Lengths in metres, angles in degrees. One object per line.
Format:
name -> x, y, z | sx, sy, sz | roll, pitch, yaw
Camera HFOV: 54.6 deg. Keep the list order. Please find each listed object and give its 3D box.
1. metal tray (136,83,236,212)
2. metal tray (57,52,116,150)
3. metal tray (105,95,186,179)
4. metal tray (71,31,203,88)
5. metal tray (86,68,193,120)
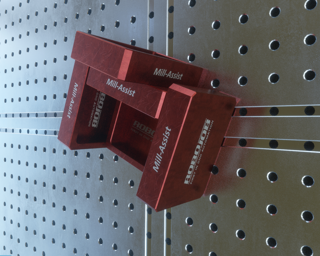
metal tray -> 0.031, 0.021, 0.342 | 0.030, 0.091, 0.129 | 27, 107, 37
metal tray -> -0.085, -0.036, 0.438 | 0.030, 0.091, 0.129 | 27, 107, 36
metal tray -> -0.013, 0.010, 0.417 | 0.130, 0.030, 0.089 | 28, 107, 36
metal tray -> -0.022, -0.075, 0.360 | 0.090, 0.131, 0.030 | 28, 108, 36
metal tray -> -0.015, -0.046, 0.380 | 0.130, 0.091, 0.030 | 28, 108, 36
